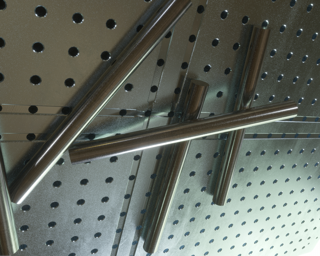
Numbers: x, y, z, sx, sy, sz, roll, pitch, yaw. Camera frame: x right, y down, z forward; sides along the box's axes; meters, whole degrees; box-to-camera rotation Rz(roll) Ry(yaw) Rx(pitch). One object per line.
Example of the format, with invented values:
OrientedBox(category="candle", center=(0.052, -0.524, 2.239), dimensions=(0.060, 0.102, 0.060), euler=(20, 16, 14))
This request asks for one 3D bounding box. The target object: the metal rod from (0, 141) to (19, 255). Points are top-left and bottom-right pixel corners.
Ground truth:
OrientedBox(category="metal rod", center=(-0.173, 0.009, 0.306), dimensions=(0.025, 0.025, 0.298), euler=(-9, 118, -24))

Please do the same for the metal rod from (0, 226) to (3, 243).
OrientedBox(category="metal rod", center=(-0.199, 0.009, 0.307), dimensions=(0.025, 0.025, 0.298), euler=(-11, 123, -23))

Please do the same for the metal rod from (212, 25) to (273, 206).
OrientedBox(category="metal rod", center=(0.119, -0.001, 0.474), dimensions=(0.025, 0.025, 0.298), euler=(-8, 122, -24))

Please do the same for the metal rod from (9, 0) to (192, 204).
OrientedBox(category="metal rod", center=(-0.073, -0.031, 0.351), dimensions=(0.300, 0.025, 0.025), euler=(-48, 129, 6))

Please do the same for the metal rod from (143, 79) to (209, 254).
OrientedBox(category="metal rod", center=(0.018, 0.072, 0.464), dimensions=(0.025, 0.025, 0.298), euler=(0, 118, -29))

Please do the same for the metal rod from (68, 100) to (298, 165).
OrientedBox(category="metal rod", center=(0.038, 0.003, 0.401), dimensions=(0.302, 0.025, 0.025), euler=(-12, 124, -11))
